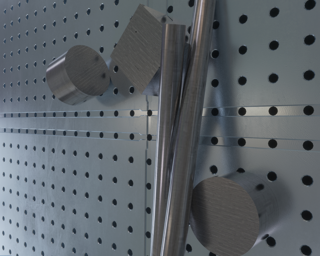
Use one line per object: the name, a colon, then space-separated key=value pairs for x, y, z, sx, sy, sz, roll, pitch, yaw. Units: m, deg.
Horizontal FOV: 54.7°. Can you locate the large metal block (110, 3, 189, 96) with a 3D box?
large metal block: x=-0.008 y=-0.097 z=0.399 sx=0.080 sy=0.050 sz=0.080 roll=51 pitch=120 yaw=27

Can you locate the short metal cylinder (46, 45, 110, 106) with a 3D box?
short metal cylinder: x=-0.125 y=-0.080 z=0.476 sx=0.050 sy=0.081 sz=0.080 roll=-18 pitch=79 yaw=38

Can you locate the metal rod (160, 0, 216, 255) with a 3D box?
metal rod: x=0.034 y=-0.014 z=0.341 sx=0.025 sy=0.025 sz=0.299 roll=0 pitch=78 yaw=40

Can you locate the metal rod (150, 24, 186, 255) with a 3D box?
metal rod: x=0.007 y=0.033 z=0.370 sx=0.025 sy=0.025 sz=0.298 roll=16 pitch=111 yaw=39

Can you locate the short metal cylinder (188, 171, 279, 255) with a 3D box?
short metal cylinder: x=0.077 y=0.089 z=0.330 sx=0.080 sy=0.050 sz=0.079 roll=0 pitch=90 yaw=40
